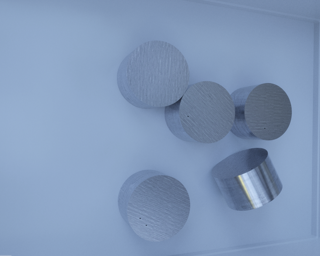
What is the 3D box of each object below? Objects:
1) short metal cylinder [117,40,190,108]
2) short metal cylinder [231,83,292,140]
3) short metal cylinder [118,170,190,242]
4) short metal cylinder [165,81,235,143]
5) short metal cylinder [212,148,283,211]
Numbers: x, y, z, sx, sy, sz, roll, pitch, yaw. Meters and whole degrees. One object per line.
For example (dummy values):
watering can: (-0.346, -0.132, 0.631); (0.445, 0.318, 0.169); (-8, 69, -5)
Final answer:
short metal cylinder: (-0.010, -0.065, 0.395); (0.081, 0.050, 0.079); (0, 90, -21)
short metal cylinder: (0.142, -0.023, 0.451); (0.081, 0.050, 0.079); (0, 90, -20)
short metal cylinder: (-0.009, 0.096, 0.395); (0.081, 0.050, 0.079); (0, 90, -20)
short metal cylinder: (0.053, -0.020, 0.418); (0.081, 0.050, 0.079); (0, 90, -21)
short metal cylinder: (0.119, 0.069, 0.427); (0.080, 0.080, 0.050); (-30, 100, -18)
